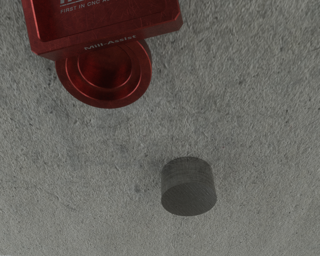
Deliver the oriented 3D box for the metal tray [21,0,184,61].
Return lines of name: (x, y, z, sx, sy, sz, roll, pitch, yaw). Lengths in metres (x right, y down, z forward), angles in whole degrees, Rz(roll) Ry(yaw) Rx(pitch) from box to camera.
metal tray: (-0.053, -0.118, 0.269, 0.131, 0.030, 0.089, -11, 90, 9)

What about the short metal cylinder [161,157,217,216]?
short metal cylinder: (0.042, 0.089, 0.467, 0.081, 0.050, 0.079, 0, 130, 0)

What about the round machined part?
round machined part: (-0.058, -0.072, 0.334, 0.099, 0.042, 0.097, 0, 130, 0)
